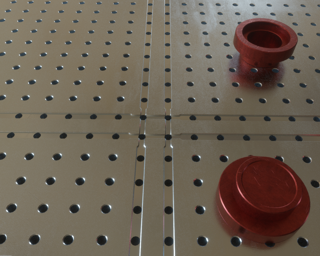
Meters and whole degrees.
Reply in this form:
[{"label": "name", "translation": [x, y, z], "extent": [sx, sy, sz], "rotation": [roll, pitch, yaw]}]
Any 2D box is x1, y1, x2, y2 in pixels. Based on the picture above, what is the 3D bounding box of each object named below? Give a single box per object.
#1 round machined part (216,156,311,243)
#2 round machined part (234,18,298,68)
[{"label": "round machined part", "translation": [0.114, 0.070, 0.339], "extent": [0.099, 0.042, 0.098], "rotation": [0, 50, 0]}, {"label": "round machined part", "translation": [0.172, -0.138, 0.515], "extent": [0.099, 0.042, 0.098], "rotation": [0, 50, 0]}]
